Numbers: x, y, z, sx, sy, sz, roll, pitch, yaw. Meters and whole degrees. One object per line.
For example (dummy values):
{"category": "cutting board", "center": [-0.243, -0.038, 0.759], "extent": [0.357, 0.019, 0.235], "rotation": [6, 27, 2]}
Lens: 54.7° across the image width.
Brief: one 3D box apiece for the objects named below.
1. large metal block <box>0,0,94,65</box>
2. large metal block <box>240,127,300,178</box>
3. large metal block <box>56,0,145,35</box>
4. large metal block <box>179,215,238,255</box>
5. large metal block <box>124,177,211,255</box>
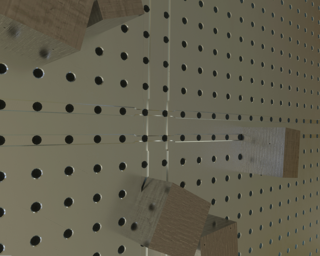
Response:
{"category": "large metal block", "center": [-0.119, -0.101, 0.275], "extent": [0.080, 0.080, 0.050], "rotation": [20, 78, -39]}
{"category": "large metal block", "center": [0.189, 0.041, 0.536], "extent": [0.050, 0.080, 0.080], "rotation": [9, 85, -40]}
{"category": "large metal block", "center": [-0.069, -0.144, 0.316], "extent": [0.050, 0.080, 0.080], "rotation": [-25, 106, -38]}
{"category": "large metal block", "center": [0.069, 0.182, 0.454], "extent": [0.081, 0.050, 0.079], "rotation": [-5, 93, -40]}
{"category": "large metal block", "center": [0.012, 0.120, 0.406], "extent": [0.080, 0.050, 0.080], "rotation": [34, 69, -35]}
